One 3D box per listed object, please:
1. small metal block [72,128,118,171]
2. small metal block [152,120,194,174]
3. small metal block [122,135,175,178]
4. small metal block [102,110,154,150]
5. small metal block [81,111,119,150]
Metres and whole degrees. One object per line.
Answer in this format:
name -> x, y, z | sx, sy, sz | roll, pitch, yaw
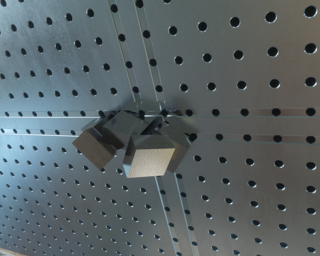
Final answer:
small metal block -> -0.086, 0.027, 0.419 | 0.025, 0.050, 0.050 | -45, 94, 1
small metal block -> 0.011, 0.026, 0.421 | 0.050, 0.025, 0.050 | 31, 128, 7
small metal block -> -0.015, 0.035, 0.389 | 0.050, 0.025, 0.050 | 0, 131, -25
small metal block -> -0.043, 0.004, 0.418 | 0.050, 0.050, 0.025 | 17, 125, 18
small metal block -> -0.080, 0.009, 0.457 | 0.050, 0.025, 0.050 | -21, 108, 35
